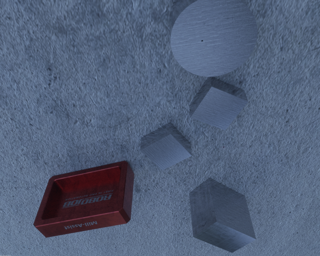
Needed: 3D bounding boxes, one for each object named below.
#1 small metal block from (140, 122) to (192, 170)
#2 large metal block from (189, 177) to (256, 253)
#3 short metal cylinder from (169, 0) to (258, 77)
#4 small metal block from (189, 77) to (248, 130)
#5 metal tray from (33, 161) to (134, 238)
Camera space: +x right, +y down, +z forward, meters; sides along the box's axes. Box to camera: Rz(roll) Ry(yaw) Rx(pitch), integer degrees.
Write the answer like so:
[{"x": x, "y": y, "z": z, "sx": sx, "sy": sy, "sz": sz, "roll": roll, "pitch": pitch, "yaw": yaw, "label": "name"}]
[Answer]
[{"x": 0.009, "y": 0.026, "z": 0.429, "sx": 0.050, "sy": 0.025, "sz": 0.050, "roll": -29, "pitch": 125, "yaw": 22, "label": "small metal block"}, {"x": 0.096, "y": 0.137, "z": 0.489, "sx": 0.080, "sy": 0.080, "sz": 0.050, "roll": 29, "pitch": 124, "yaw": -23, "label": "large metal block"}, {"x": 0.050, "y": -0.098, "z": 0.307, "sx": 0.081, "sy": 0.050, "sz": 0.079, "roll": 0, "pitch": 130, "yaw": 0, "label": "short metal cylinder"}, {"x": 0.071, "y": -0.030, "z": 0.382, "sx": 0.050, "sy": 0.025, "sz": 0.050, "roll": 19, "pitch": 127, "yaw": -16, "label": "small metal block"}, {"x": -0.106, "y": 0.101, "z": 0.449, "sx": 0.130, "sy": 0.090, "sz": 0.030, "roll": -13, "pitch": 129, "yaw": 10, "label": "metal tray"}]
